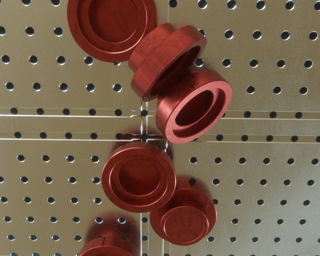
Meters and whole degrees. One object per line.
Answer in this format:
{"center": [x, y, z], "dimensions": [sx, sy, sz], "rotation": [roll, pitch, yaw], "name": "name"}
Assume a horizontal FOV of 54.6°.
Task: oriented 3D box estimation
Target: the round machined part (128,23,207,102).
{"center": [0.003, -0.078, 0.350], "dimensions": [0.098, 0.098, 0.042], "rotation": [-45, 83, 15], "name": "round machined part"}

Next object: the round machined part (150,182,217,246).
{"center": [0.034, 0.131, 0.453], "dimensions": [0.099, 0.042, 0.097], "rotation": [0, 110, 0], "name": "round machined part"}

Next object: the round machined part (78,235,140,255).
{"center": [-0.077, 0.207, 0.480], "dimensions": [0.099, 0.042, 0.097], "rotation": [0, 110, 0], "name": "round machined part"}

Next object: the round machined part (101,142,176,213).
{"center": [-0.028, 0.064, 0.427], "dimensions": [0.099, 0.042, 0.097], "rotation": [0, 109, 1], "name": "round machined part"}

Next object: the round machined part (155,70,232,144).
{"center": [0.036, -0.030, 0.375], "dimensions": [0.099, 0.042, 0.098], "rotation": [-26, 146, -19], "name": "round machined part"}

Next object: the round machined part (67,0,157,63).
{"center": [-0.052, -0.127, 0.356], "dimensions": [0.099, 0.042, 0.097], "rotation": [0, 110, 1], "name": "round machined part"}
